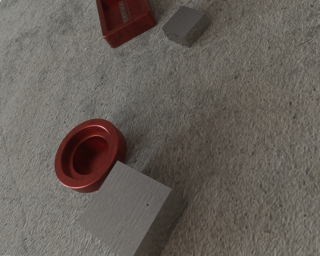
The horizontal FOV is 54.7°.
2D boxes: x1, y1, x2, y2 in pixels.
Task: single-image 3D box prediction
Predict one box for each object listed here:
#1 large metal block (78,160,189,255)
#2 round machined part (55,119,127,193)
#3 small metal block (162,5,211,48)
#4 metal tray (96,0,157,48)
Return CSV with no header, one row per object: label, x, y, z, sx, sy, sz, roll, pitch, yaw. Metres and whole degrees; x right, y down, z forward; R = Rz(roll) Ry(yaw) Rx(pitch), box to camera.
large metal block,-0.028,0.094,0.344,0.080,0.050,0.080,22,73,35
round machined part,-0.087,0.040,0.412,0.098,0.042,0.098,-13,56,20
small metal block,0.040,-0.157,0.478,0.050,0.025,0.050,35,81,38
metal tray,-0.065,-0.213,0.563,0.090,0.030,0.130,-25,53,12
